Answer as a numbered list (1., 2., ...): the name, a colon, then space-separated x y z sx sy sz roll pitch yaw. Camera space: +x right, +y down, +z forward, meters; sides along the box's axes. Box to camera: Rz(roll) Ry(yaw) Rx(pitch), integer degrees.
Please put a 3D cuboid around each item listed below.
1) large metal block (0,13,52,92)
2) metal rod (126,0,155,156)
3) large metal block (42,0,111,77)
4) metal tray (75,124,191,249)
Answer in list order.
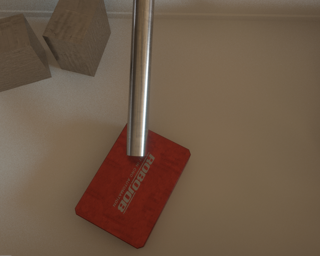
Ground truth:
1. large metal block: -0.202 -0.096 0.413 0.081 0.080 0.050 -18 71 -7
2. metal rod: -0.021 -0.117 0.364 0.025 0.025 0.298 3 91 1
3. large metal block: -0.109 -0.130 0.426 0.050 0.080 0.080 14 71 5
4. metal tray: -0.030 0.068 0.382 0.090 0.030 0.130 27 72 9
